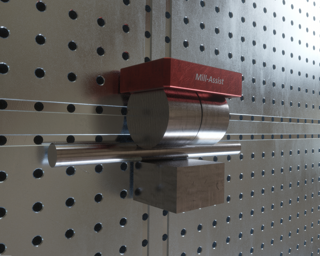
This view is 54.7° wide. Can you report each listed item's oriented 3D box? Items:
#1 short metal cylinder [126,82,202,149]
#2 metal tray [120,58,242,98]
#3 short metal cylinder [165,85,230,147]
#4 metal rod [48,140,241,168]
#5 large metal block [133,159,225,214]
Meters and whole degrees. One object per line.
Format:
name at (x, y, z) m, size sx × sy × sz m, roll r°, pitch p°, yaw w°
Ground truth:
short metal cylinder at (0.003, -0.016, 0.373) m, size 0.050 × 0.080 × 0.079 m, roll 1°, pitch 90°, yaw -40°
metal tray at (0.028, -0.056, 0.386) m, size 0.131 × 0.090 × 0.030 m, roll 1°, pitch 89°, yaw -40°
short metal cylinder at (0.043, -0.015, 0.406) m, size 0.050 × 0.080 × 0.080 m, roll 2°, pitch 89°, yaw -40°
metal rod at (0.007, 0.030, 0.410) m, size 0.302 × 0.025 × 0.025 m, roll 1°, pitch 90°, yaw -40°
large metal block at (0.023, 0.067, 0.388) m, size 0.081 × 0.080 × 0.050 m, roll 1°, pitch 90°, yaw -40°
